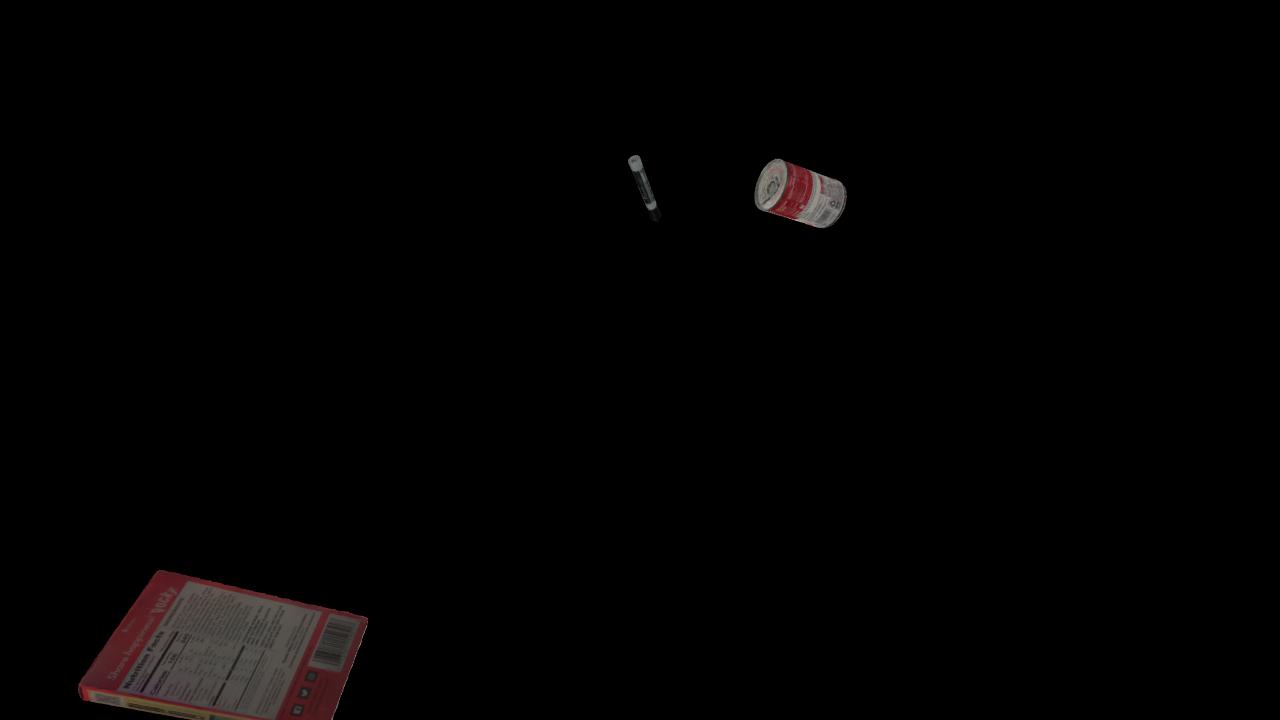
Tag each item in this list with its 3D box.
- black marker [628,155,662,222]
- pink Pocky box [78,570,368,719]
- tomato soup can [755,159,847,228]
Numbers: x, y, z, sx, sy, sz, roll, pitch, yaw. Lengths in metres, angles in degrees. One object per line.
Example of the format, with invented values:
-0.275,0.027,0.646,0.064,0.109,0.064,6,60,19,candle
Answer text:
0.009,-0.257,0.936,0.020,0.020,0.121,0,-33,21,black marker
-0.291,0.214,0.446,0.155,0.029,0.084,21,37,-15,pink Pocky box
0.212,-0.218,0.810,0.101,0.068,0.068,9,-4,-25,tomato soup can
